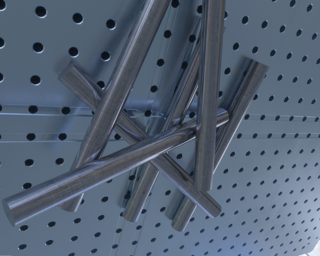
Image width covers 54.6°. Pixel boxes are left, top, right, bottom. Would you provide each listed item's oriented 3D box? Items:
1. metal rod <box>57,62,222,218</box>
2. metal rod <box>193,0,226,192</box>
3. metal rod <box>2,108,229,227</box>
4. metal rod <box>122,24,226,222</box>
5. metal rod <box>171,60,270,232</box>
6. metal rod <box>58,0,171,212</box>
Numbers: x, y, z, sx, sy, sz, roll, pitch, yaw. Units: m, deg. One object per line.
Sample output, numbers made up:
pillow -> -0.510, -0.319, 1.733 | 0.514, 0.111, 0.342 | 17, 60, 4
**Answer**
metal rod -> -0.007, 0.033, 0.397 | 0.025, 0.025, 0.300 | -43, 120, 2
metal rod -> 0.058, -0.064, 0.363 | 0.025, 0.025, 0.298 | -8, 110, -25
metal rod -> -0.018, 0.027, 0.354 | 0.302, 0.025, 0.025 | -22, 129, -40
metal rod -> 0.012, 0.004, 0.419 | 0.025, 0.025, 0.298 | 10, 113, -33
metal rod -> 0.086, 0.039, 0.481 | 0.025, 0.025, 0.298 | 10, 113, -33
metal rod -> -0.039, -0.050, 0.323 | 0.025, 0.025, 0.299 | 21, 97, -36
